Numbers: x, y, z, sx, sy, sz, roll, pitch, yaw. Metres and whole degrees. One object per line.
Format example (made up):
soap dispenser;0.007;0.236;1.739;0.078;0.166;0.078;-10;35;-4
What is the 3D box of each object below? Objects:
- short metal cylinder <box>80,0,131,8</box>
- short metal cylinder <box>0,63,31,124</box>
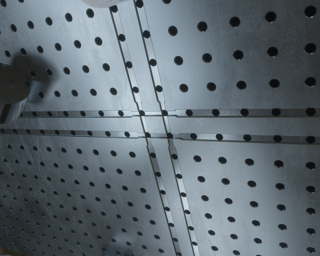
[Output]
short metal cylinder;-0.053;-0.169;0.317;0.080;0.050;0.079;13;124;20
short metal cylinder;-0.245;-0.053;0.469;0.080;0.080;0.050;42;129;-1
